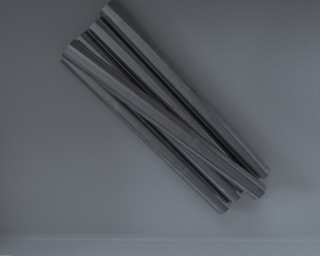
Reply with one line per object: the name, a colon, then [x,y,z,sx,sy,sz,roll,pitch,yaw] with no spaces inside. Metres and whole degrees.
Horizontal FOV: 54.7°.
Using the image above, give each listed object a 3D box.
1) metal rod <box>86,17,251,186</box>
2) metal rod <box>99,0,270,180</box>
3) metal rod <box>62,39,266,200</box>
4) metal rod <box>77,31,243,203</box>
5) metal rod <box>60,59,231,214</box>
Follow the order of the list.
metal rod: [0.025,-0.020,0.403,0.025,0.025,0.300,-41,105,14]
metal rod: [0.041,-0.038,0.396,0.025,0.025,0.300,-41,105,14]
metal rod: [0.015,-0.002,0.382,0.301,0.025,0.025,37,106,-13]
metal rod: [0.006,-0.005,0.408,0.025,0.025,0.300,-41,105,14]
metal rod: [-0.009,0.014,0.415,0.025,0.025,0.300,-41,105,14]
